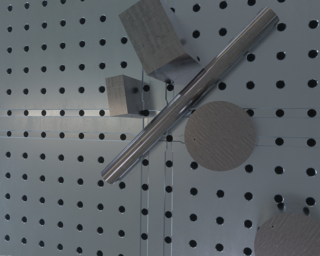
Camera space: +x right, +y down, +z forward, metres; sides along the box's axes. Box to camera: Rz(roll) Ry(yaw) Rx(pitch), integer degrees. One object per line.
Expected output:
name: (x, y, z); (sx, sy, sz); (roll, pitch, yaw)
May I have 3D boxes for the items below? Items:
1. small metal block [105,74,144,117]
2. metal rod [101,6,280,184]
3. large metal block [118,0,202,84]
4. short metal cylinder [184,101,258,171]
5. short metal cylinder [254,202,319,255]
small metal block: (-0.047, -0.041, 0.416); (0.025, 0.050, 0.050); (-9, 87, 20)
metal rod: (0.029, -0.033, 0.402); (0.299, 0.025, 0.025); (-45, 76, 14)
large metal block: (0.003, -0.106, 0.382); (0.050, 0.080, 0.080); (-28, 81, 18)
short metal cylinder: (0.075, 0.009, 0.373); (0.080, 0.050, 0.079); (0, 90, 20)
short metal cylinder: (0.149, 0.129, 0.347); (0.080, 0.050, 0.079); (0, 90, 20)
